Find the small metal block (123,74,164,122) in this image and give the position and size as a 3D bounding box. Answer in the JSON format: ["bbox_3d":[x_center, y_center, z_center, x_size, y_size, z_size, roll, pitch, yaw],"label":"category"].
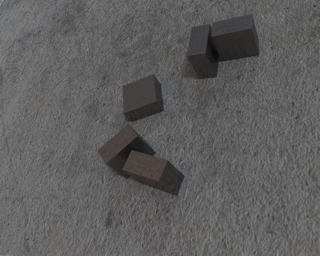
[{"bbox_3d":[-0.024,-0.043,0.443,0.050,0.025,0.050,-19,54,17],"label":"small metal block"}]

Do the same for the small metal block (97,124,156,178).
[{"bbox_3d":[-0.041,0.030,0.391,0.050,0.050,0.025,-41,51,0],"label":"small metal block"}]

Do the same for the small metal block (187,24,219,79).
[{"bbox_3d":[0.060,-0.102,0.419,0.025,0.050,0.050,-3,61,27],"label":"small metal block"}]

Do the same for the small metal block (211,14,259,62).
[{"bbox_3d":[0.100,-0.117,0.407,0.050,0.050,0.025,-5,60,26],"label":"small metal block"}]

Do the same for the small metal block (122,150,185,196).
[{"bbox_3d":[-0.007,0.052,0.359,0.050,0.050,0.025,12,68,33],"label":"small metal block"}]
